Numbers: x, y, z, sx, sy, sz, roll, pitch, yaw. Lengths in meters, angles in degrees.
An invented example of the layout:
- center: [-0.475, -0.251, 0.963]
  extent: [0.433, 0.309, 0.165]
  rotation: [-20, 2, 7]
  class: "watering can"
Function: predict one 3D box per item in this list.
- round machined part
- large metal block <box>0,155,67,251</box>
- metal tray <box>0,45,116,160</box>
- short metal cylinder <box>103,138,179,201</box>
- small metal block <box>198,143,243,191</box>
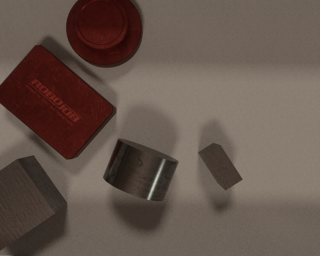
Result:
- center: [-0.073, -0.131, 0.402]
  extent: [0.099, 0.042, 0.097]
  rotation: [0, 90, -1]
  class: "round machined part"
- center: [-0.182, 0.092, 0.397]
  extent: [0.080, 0.050, 0.080]
  rotation: [-35, 90, 0]
  class: "large metal block"
- center: [-0.135, -0.033, 0.407]
  extent: [0.130, 0.030, 0.090]
  rotation: [41, 90, -1]
  class: "metal tray"
- center: [-0.023, 0.050, 0.384]
  extent: [0.080, 0.080, 0.050]
  rotation: [21, 90, -1]
  class: "short metal cylinder"
- center: [0.076, 0.048, 0.400]
  extent: [0.025, 0.050, 0.050]
  rotation: [-33, 90, 0]
  class: "small metal block"
